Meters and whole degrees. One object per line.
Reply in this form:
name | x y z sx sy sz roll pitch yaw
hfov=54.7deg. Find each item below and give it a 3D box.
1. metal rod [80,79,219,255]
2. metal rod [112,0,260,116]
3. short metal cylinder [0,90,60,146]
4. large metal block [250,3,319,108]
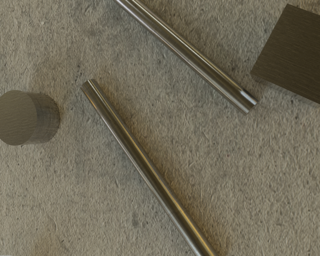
metal rod | -0.017 0.056 0.414 0.025 0.025 0.299 -39 78 16
metal rod | 0.006 -0.125 0.406 0.300 0.025 0.025 44 104 14
short metal cylinder | -0.200 -0.015 0.466 0.080 0.050 0.079 0 90 20
large metal block | 0.157 -0.076 0.340 0.080 0.050 0.080 29 100 17
